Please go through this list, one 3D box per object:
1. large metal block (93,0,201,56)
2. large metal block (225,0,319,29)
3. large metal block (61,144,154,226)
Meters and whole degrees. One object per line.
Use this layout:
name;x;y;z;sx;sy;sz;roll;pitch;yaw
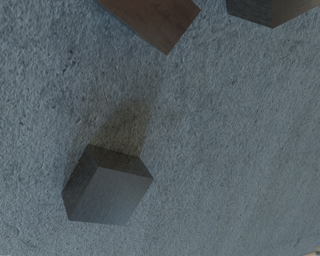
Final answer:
large metal block;-0.023;-0.120;0.284;0.080;0.080;0.050;30;102;-38
large metal block;0.128;-0.158;0.343;0.080;0.080;0.050;-28;128;-11
large metal block;-0.068;0.075;0.400;0.080;0.050;0.080;20;108;-36
